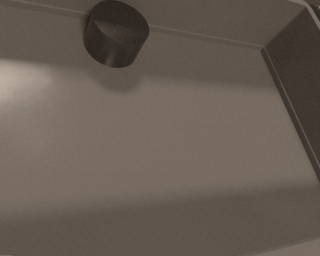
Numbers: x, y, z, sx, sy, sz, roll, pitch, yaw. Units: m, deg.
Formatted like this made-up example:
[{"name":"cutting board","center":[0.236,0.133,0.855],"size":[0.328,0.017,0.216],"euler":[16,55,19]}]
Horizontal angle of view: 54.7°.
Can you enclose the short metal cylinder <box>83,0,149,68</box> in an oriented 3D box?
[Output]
[{"name":"short metal cylinder","center":[-0.062,-0.132,0.438],"size":[0.081,0.050,0.080],"euler":[14,56,-21]}]
